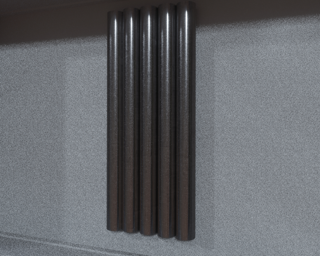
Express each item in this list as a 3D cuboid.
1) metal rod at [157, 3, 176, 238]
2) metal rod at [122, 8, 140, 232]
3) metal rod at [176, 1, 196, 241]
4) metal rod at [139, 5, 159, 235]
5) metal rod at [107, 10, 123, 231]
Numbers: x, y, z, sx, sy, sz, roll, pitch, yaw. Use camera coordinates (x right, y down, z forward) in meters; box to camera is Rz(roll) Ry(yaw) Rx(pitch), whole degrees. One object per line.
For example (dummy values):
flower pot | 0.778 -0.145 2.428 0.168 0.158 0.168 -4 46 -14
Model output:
metal rod | 0.010 -0.010 0.406 0.025 0.025 0.298 0 90 20
metal rod | -0.039 -0.011 0.423 0.025 0.025 0.298 0 90 20
metal rod | 0.033 -0.009 0.397 0.025 0.025 0.298 0 90 20
metal rod | -0.015 -0.010 0.414 0.025 0.025 0.298 0 90 20
metal rod | -0.061 -0.010 0.431 0.025 0.025 0.298 0 90 20
